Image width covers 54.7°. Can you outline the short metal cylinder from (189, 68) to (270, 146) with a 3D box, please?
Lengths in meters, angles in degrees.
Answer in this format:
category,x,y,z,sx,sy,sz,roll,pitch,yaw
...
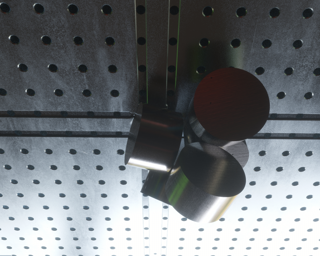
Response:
category,x,y,z,sx,sy,sz,roll,pitch,yaw
short metal cylinder,0.075,-0.021,0.349,0.081,0.080,0.050,2,170,-2

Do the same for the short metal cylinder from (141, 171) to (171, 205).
category,x,y,z,sx,sy,sz,roll,pitch,yaw
short metal cylinder,0.019,0.083,0.439,0.080,0.050,0.080,22,168,5

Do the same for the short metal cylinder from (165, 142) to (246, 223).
category,x,y,z,sx,sy,sz,roll,pitch,yaw
short metal cylinder,0.052,0.062,0.362,0.081,0.080,0.050,13,129,-11

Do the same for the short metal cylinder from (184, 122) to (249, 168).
category,x,y,z,sx,sy,sz,roll,pitch,yaw
short metal cylinder,0.073,0.023,0.414,0.081,0.050,0.079,0,129,0

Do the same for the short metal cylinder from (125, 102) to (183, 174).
category,x,y,z,sx,sy,sz,roll,pitch,yaw
short metal cylinder,-0.009,0.013,0.386,0.050,0.080,0.079,15,129,-12
